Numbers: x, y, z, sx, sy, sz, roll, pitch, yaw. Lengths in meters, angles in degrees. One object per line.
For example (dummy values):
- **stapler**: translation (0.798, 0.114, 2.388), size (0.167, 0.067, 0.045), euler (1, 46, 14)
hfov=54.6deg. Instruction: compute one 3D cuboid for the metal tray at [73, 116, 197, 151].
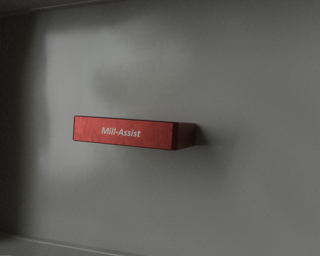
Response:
- **metal tray**: translation (-0.028, 0.004, 0.386), size (0.130, 0.090, 0.030), euler (4, 92, 20)
